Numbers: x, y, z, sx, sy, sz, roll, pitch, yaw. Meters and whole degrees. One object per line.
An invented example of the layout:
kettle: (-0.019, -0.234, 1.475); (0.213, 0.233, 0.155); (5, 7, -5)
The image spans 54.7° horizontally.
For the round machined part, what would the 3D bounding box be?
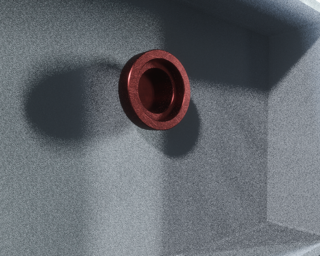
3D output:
round machined part: (-0.011, -0.046, 0.388); (0.099, 0.042, 0.097); (0, 90, -40)
